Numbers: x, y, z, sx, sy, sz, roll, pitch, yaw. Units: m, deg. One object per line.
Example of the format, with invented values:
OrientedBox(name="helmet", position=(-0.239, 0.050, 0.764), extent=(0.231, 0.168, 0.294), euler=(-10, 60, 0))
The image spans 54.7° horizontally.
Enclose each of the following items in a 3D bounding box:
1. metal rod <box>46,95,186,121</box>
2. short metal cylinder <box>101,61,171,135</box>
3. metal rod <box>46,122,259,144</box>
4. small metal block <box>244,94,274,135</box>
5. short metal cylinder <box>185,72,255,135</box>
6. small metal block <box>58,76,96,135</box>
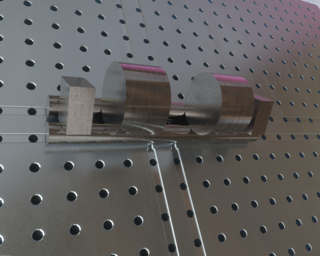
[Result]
OrientedBox(name="metal rod", position=(0.005, -0.023, 0.425), extent=(0.303, 0.025, 0.025), euler=(1, 62, -28))
OrientedBox(name="short metal cylinder", position=(-0.029, -0.032, 0.348), extent=(0.050, 0.080, 0.080), euler=(1, 62, -28))
OrientedBox(name="metal rod", position=(0.010, 0.007, 0.409), extent=(0.303, 0.025, 0.025), euler=(1, 62, -28))
OrientedBox(name="small metal block", position=(0.130, -0.022, 0.446), extent=(0.025, 0.050, 0.050), euler=(0, 21, -28))
OrientedBox(name="short metal cylinder", position=(0.075, -0.031, 0.404), extent=(0.050, 0.080, 0.080), euler=(1, 62, -28))
OrientedBox(name="small metal block", position=(-0.090, -0.025, 0.330), extent=(0.025, 0.050, 0.050), euler=(1, 20, -28))
